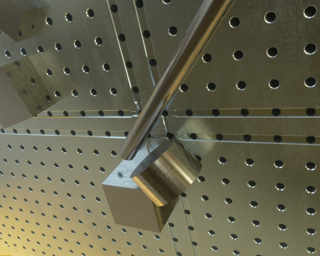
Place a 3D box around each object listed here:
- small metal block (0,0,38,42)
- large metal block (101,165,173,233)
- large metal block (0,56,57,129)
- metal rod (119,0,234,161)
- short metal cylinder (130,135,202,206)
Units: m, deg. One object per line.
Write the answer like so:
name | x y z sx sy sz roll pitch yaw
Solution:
small metal block | -0.199 -0.154 0.418 0.050 0.025 0.050 38 129 2
large metal block | -0.033 0.107 0.477 0.080 0.050 0.079 2 120 27
large metal block | -0.223 -0.053 0.477 0.080 0.050 0.080 -15 111 34
metal rod | 0.014 -0.059 0.365 0.025 0.025 0.298 36 129 4
short metal cylinder | 0.008 0.055 0.404 0.050 0.080 0.080 48 129 -6
